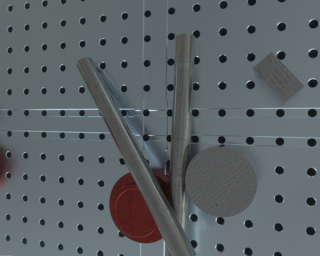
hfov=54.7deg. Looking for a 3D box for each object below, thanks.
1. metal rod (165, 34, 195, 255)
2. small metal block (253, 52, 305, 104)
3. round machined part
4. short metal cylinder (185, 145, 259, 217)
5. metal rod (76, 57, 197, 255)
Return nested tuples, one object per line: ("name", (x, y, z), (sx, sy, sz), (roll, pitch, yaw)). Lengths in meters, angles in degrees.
("metal rod", (0.026, 0.031, 0.387), (0.025, 0.025, 0.298), (1, 85, 20))
("small metal block", (0.134, -0.054, 0.352), (0.025, 0.050, 0.050), (-42, 77, 15))
("round machined part", (-0.025, 0.105, 0.412), (0.098, 0.042, 0.097), (0, 90, 20))
("short metal cylinder", (0.076, 0.060, 0.372), (0.080, 0.050, 0.080), (0, 90, 19))
("metal rod", (-0.040, 0.025, 0.396), (0.025, 0.025, 0.299), (-37, 67, 16))
